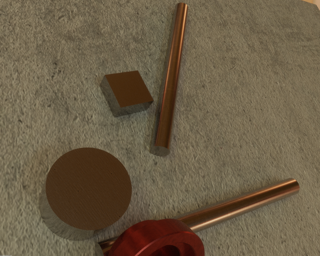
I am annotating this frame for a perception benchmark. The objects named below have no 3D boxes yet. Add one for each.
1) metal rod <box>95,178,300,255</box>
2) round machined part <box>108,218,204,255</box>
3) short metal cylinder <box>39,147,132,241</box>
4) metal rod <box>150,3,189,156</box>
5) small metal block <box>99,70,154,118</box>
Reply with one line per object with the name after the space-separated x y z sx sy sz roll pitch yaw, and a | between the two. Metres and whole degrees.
0.069 0.105 0.378 0.303 0.025 0.025 -8 66 -32 | metal rod
-0.010 0.126 0.289 0.099 0.097 0.042 -8 25 -32 | round machined part
-0.075 0.066 0.308 0.081 0.050 0.080 14 56 -21 | short metal cylinder
0.019 -0.093 0.472 0.025 0.025 0.300 21 54 -16 | metal rod
-0.044 -0.046 0.409 0.050 0.025 0.050 -16 70 -35 | small metal block
